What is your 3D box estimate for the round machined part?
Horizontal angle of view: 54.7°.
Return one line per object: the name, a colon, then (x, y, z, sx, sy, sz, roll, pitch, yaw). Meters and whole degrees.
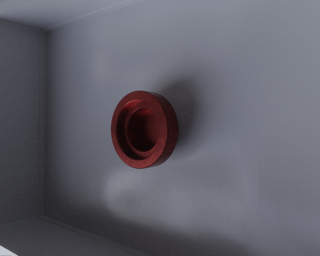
round machined part: (-0.015, 0.002, 0.401, 0.098, 0.042, 0.097, 0, 90, 39)
